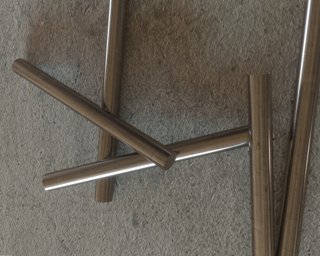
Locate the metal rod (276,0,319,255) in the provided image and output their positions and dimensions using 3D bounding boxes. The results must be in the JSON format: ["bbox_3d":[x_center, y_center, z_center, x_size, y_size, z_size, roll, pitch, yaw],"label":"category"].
[{"bbox_3d":[0.160,0.008,0.352,0.025,0.025,0.298,7,92,20],"label":"metal rod"}]

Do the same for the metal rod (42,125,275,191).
[{"bbox_3d":[-0.011,0.039,0.394,0.301,0.025,0.025,-14,85,12],"label":"metal rod"}]

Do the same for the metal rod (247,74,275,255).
[{"bbox_3d":[0.116,0.091,0.349,0.025,0.025,0.298,-1,96,20],"label":"metal rod"}]

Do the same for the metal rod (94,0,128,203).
[{"bbox_3d":[-0.068,-0.047,0.432,0.025,0.025,0.298,5,92,20],"label":"metal rod"}]

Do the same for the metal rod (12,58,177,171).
[{"bbox_3d":[-0.105,-0.030,0.422,0.300,0.025,0.025,30,100,26],"label":"metal rod"}]
